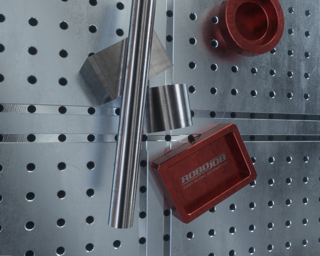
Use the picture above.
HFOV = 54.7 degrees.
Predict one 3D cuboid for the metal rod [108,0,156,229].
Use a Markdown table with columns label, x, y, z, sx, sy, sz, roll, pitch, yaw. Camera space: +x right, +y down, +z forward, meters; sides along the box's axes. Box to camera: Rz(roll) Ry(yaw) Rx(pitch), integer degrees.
| label | x | y | z | sx | sy | sz | roll | pitch | yaw |
| --- | --- | --- | --- | --- | --- | --- | --- | --- | --- |
| metal rod | -0.025 | -0.051 | 0.318 | 0.025 | 0.025 | 0.298 | 7 | 88 | -20 |

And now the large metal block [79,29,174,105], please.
| label | x | y | z | sx | sy | sz | roll | pitch | yaw |
| --- | --- | --- | --- | --- | --- | --- | --- | --- | --- |
| large metal block | -0.043 | -0.071 | 0.367 | 0.080 | 0.080 | 0.050 | -33 | 101 | -17 |

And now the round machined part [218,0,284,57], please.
| label | x | y | z | sx | sy | sz | roll | pitch | yaw |
| --- | --- | --- | --- | --- | --- | --- | --- | --- | --- |
| round machined part | 0.127 | -0.152 | 0.450 | 0.099 | 0.042 | 0.097 | 0 | 90 | -20 |

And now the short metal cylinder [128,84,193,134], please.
| label | x | y | z | sx | sy | sz | roll | pitch | yaw |
| --- | --- | --- | --- | --- | --- | --- | --- | --- | --- |
| short metal cylinder | -0.003 | -0.023 | 0.382 | 0.081 | 0.080 | 0.050 | -10 | 94 | -20 |

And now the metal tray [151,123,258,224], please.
| label | x | y | z | sx | sy | sz | roll | pitch | yaw |
| --- | --- | --- | --- | --- | --- | --- | --- | --- | --- |
| metal tray | 0.064 | 0.060 | 0.433 | 0.131 | 0.030 | 0.090 | -28 | 99 | -18 |
